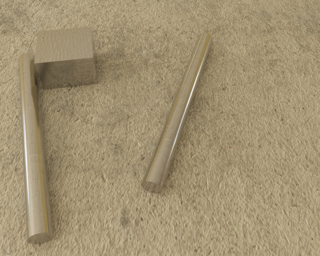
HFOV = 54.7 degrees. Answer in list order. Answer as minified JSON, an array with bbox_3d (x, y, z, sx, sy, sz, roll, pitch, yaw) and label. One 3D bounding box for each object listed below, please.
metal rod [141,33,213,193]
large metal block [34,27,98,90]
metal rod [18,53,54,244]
[{"bbox_3d":[0.034,-0.043,0.439,0.025,0.025,0.300,13,51,10],"label":"metal rod"},{"bbox_3d":[-0.141,-0.109,0.476,0.081,0.050,0.080,-8,51,-7],"label":"large metal block"},{"bbox_3d":[-0.165,0.001,0.400,0.025,0.025,0.299,-14,51,-12],"label":"metal rod"}]
